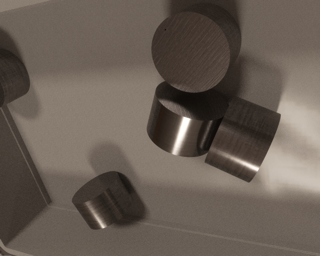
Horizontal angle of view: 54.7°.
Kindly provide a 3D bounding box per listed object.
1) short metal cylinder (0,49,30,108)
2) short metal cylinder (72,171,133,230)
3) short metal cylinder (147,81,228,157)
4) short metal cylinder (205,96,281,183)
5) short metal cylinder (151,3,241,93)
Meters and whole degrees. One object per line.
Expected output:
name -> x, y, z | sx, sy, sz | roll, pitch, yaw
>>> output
short metal cylinder -> -0.250, -0.075, 0.475 | 0.080, 0.050, 0.079 | 13, 124, 20
short metal cylinder -> -0.089, 0.112, 0.488 | 0.080, 0.080, 0.050 | -17, 110, 34
short metal cylinder -> 0.029, -0.013, 0.349 | 0.080, 0.080, 0.050 | 25, 127, 13
short metal cylinder -> 0.088, 0.012, 0.333 | 0.050, 0.080, 0.079 | 24, 127, 12
short metal cylinder -> 0.038, -0.083, 0.320 | 0.080, 0.050, 0.079 | 13, 124, 20
